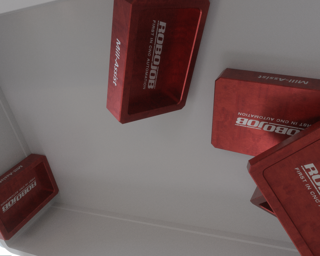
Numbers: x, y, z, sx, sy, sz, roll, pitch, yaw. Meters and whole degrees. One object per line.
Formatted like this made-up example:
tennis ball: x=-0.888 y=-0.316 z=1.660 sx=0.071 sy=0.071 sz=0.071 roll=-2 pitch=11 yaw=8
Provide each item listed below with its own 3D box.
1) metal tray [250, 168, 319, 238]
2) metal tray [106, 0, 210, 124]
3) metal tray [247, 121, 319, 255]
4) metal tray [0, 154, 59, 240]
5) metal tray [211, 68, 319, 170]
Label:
metal tray: x=0.176 y=0.097 z=0.343 sx=0.130 sy=0.030 sz=0.090 roll=29 pitch=162 yaw=9
metal tray: x=-0.005 y=-0.073 z=0.322 sx=0.030 sy=0.091 sz=0.129 roll=45 pitch=137 yaw=38
metal tray: x=0.152 y=0.067 z=0.282 sx=0.090 sy=0.030 sz=0.130 roll=-32 pitch=86 yaw=11
metal tray: x=-0.243 y=0.116 z=0.541 sx=0.030 sy=0.131 sz=0.089 roll=5 pitch=121 yaw=26
metal tray: x=0.124 y=-0.010 z=0.333 sx=0.130 sy=0.030 sz=0.089 roll=12 pitch=124 yaw=21
